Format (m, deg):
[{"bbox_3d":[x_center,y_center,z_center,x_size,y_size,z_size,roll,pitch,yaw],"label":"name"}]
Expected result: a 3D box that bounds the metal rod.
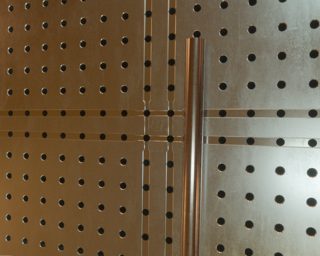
[{"bbox_3d":[0.042,0.037,0.398,0.025,0.025,0.298,2,91,20],"label":"metal rod"}]
